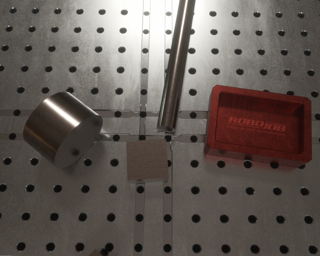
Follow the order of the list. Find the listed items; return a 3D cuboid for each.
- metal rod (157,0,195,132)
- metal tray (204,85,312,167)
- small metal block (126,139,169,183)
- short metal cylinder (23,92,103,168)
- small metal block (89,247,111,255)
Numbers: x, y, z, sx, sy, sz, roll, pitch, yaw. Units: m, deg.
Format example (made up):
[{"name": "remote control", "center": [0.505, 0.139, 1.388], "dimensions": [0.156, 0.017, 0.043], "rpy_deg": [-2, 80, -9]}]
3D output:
[{"name": "metal rod", "center": [0.032, -0.137, 0.462], "dimensions": [0.025, 0.025, 0.299], "rpy_deg": [9, 70, 3]}, {"name": "metal tray", "center": [0.129, -0.003, 0.411], "dimensions": [0.131, 0.030, 0.090], "rpy_deg": [8, 70, 2]}, {"name": "small metal block", "center": [-0.016, 0.043, 0.396], "dimensions": [0.050, 0.025, 0.050], "rpy_deg": [-3, 70, -2]}, {"name": "short metal cylinder", "center": [-0.117, 0.002, 0.380], "dimensions": [0.050, 0.080, 0.080], "rpy_deg": [37, 74, 12]}, {"name": "small metal block", "center": [-0.076, 0.160, 0.339], "dimensions": [0.025, 0.050, 0.050], "rpy_deg": [41, 75, 13]}]
